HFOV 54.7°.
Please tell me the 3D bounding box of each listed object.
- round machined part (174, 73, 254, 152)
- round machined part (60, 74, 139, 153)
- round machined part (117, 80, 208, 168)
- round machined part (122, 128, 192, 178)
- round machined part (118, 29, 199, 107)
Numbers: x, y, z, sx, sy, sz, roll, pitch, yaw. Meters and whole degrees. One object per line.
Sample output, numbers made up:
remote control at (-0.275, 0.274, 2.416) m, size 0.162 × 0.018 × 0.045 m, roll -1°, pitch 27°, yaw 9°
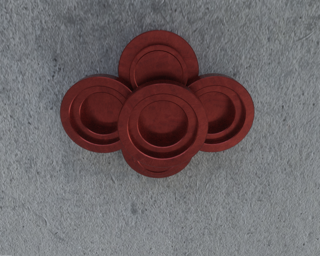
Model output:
round machined part at (0.065, -0.022, 0.395) m, size 0.099 × 0.042 × 0.097 m, roll 0°, pitch 110°, yaw -1°
round machined part at (-0.071, -0.021, 0.393) m, size 0.099 × 0.042 × 0.097 m, roll 0°, pitch 110°, yaw -1°
round machined part at (0.003, -0.007, 0.354) m, size 0.099 × 0.042 × 0.097 m, roll 0°, pitch 111°, yaw -1°
round machined part at (-0.003, 0.024, 0.411) m, size 0.099 × 0.042 × 0.097 m, roll 0°, pitch 110°, yaw -1°
round machined part at (-0.002, -0.068, 0.377) m, size 0.099 × 0.042 × 0.097 m, roll 0°, pitch 110°, yaw -1°
